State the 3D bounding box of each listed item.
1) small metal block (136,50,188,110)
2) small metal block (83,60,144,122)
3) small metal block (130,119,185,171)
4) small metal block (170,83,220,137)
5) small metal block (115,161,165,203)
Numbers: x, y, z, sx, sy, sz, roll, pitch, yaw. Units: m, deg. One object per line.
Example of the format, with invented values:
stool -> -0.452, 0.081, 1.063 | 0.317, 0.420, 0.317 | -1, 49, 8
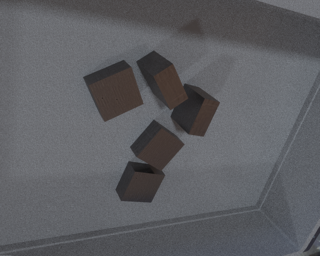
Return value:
small metal block -> 0.002, -0.056, 0.361 | 0.025, 0.050, 0.050 | -34, 129, -6
small metal block -> -0.052, -0.043, 0.355 | 0.050, 0.025, 0.050 | -26, 128, -12
small metal block -> -0.003, 0.024, 0.424 | 0.050, 0.025, 0.050 | -49, 129, 6
small metal block -> 0.044, -0.024, 0.404 | 0.025, 0.050, 0.050 | 9, 114, -33
small metal block -> -0.028, 0.078, 0.443 | 0.050, 0.025, 0.050 | 13, 112, -34
